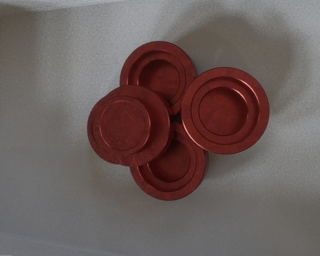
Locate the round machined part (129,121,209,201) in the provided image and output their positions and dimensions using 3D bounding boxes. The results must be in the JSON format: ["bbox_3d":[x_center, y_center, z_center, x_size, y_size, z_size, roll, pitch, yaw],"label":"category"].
[{"bbox_3d":[0.014,0.039,0.394,0.098,0.042,0.097,0,90,19],"label":"round machined part"}]

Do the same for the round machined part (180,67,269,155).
[{"bbox_3d":[0.072,-0.019,0.363,0.099,0.042,0.097,0,87,-1],"label":"round machined part"}]

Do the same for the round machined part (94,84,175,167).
[{"bbox_3d":[-0.036,-0.003,0.365,0.098,0.042,0.097,0,90,19],"label":"round machined part"}]

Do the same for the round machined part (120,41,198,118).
[{"bbox_3d":[0.002,-0.058,0.399,0.098,0.042,0.097,0,90,19],"label":"round machined part"}]

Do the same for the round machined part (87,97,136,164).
[{"bbox_3d":[-0.056,0.001,0.417,0.098,0.042,0.097,0,90,19],"label":"round machined part"}]
